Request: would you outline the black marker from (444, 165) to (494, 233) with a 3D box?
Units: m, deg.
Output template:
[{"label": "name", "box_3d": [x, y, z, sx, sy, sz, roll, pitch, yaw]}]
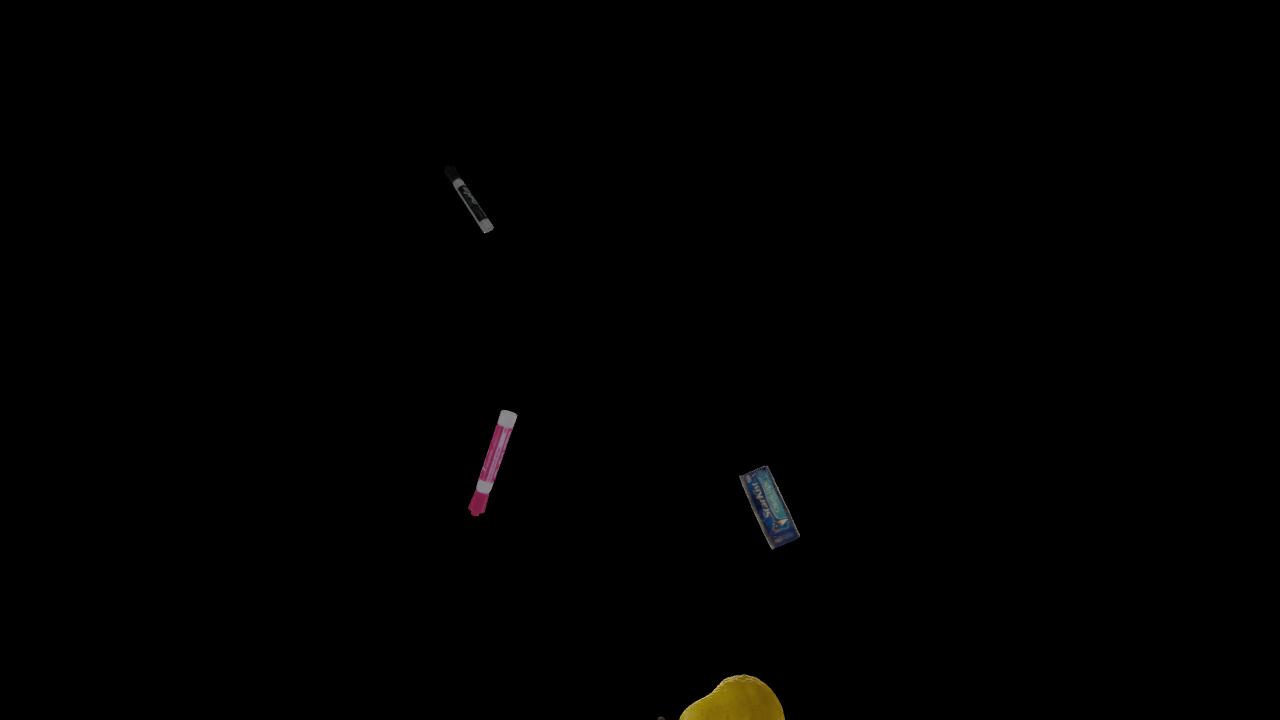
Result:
[{"label": "black marker", "box_3d": [-0.269, -0.253, 0.962, 0.020, 0.121, 0.020, -33, -2, -2]}]

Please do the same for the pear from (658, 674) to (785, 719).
[{"label": "pear", "box_3d": [0.069, 0.314, 0.519, 0.111, 0.080, 0.080, 3, -2, -28]}]

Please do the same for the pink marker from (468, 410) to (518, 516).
[{"label": "pink marker", "box_3d": [-0.163, 0.114, 0.678, 0.020, 0.121, 0.020, 19, 3, -1]}]

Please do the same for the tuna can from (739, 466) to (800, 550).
[{"label": "tuna can", "box_3d": [0.139, 0.157, 0.661, 0.034, 0.084, 0.084, -25, -3, 6]}]
